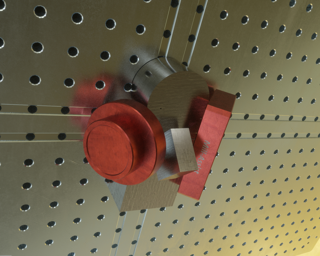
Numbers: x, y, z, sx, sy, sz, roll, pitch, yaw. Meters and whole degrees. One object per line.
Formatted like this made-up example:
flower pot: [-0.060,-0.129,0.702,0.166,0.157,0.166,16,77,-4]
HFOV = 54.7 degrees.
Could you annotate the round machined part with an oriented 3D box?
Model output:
round machined part: [-0.046,0.019,0.345,0.042,0.098,0.097,-26,137,-56]

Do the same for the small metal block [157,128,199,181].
small metal block: [0.016,0.032,0.368,0.025,0.050,0.050,-2,162,-31]

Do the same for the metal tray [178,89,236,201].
metal tray: [0.064,0.021,0.419,0.030,0.090,0.129,20,115,10]

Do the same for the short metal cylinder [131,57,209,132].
short metal cylinder: [0.012,-0.040,0.376,0.081,0.050,0.079,-14,124,-21]

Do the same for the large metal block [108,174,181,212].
large metal block: [-0.017,0.063,0.424,0.081,0.050,0.079,2,118,-30]
